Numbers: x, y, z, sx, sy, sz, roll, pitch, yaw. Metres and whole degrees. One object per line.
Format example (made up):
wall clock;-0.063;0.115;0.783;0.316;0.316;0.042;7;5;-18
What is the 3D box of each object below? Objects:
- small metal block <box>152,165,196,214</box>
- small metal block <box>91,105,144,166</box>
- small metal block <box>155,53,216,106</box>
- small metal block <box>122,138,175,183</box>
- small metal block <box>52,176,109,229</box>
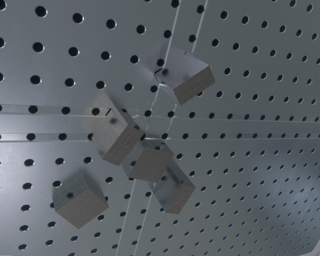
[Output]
small metal block;0.019;0.091;0.461;0.025;0.050;0.050;18;109;-35
small metal block;-0.052;0.009;0.371;0.025;0.050;0.050;31;101;-38
small metal block;0.029;-0.060;0.373;0.050;0.050;0.025;-34;129;-6
small metal block;-0.017;0.045;0.429;0.050;0.025;0.050;19;109;-35
small metal block;-0.105;0.100;0.415;0.050;0.025;0.050;-36;129;-5
